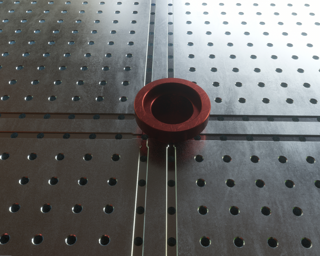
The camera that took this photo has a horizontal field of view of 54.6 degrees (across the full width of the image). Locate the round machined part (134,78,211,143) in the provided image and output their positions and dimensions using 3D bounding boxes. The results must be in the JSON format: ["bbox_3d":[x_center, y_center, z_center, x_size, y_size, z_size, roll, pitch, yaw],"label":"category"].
[{"bbox_3d":[0.016,-0.019,0.413,0.099,0.042,0.098,0,50,0],"label":"round machined part"}]
